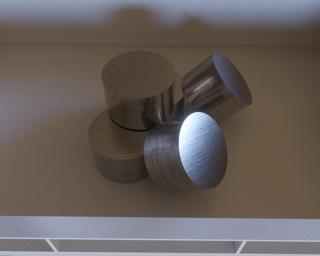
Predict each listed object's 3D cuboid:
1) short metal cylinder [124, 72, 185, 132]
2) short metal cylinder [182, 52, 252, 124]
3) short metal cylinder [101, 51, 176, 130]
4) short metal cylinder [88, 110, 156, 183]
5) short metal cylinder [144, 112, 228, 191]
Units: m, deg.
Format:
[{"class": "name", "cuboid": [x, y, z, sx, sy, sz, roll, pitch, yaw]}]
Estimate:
[{"class": "short metal cylinder", "cuboid": [-0.007, -0.038, 0.418, 0.081, 0.050, 0.080, 0, 50, 0]}, {"class": "short metal cylinder", "cuboid": [0.075, -0.051, 0.404, 0.080, 0.050, 0.080, 33, 38, -31]}, {"class": "short metal cylinder", "cuboid": [-0.023, -0.044, 0.357, 0.081, 0.050, 0.080, 0, 50, 0]}, {"class": "short metal cylinder", "cuboid": [-0.041, 0.019, 0.371, 0.081, 0.050, 0.080, 0, 50, 0]}, {"class": "short metal cylinder", "cuboid": [0.029, 0.027, 0.336, 0.050, 0.080, 0.080, -15, 35, 44]}]
